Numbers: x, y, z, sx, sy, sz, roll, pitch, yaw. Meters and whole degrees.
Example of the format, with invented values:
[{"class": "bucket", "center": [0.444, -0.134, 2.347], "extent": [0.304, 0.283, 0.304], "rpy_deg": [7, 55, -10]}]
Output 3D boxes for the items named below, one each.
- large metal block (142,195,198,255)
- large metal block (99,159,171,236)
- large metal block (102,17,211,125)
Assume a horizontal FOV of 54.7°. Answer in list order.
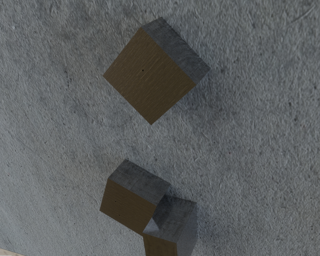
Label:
[{"class": "large metal block", "center": [0.019, 0.161, 0.461], "extent": [0.050, 0.080, 0.079], "rpy_deg": [9, 122, 23]}, {"class": "large metal block", "center": [-0.040, 0.107, 0.478], "extent": [0.080, 0.050, 0.079], "rpy_deg": [28, 128, 10]}, {"class": "large metal block", "center": [-0.004, -0.064, 0.354], "extent": [0.080, 0.050, 0.080], "rpy_deg": [46, 129, -4]}]
